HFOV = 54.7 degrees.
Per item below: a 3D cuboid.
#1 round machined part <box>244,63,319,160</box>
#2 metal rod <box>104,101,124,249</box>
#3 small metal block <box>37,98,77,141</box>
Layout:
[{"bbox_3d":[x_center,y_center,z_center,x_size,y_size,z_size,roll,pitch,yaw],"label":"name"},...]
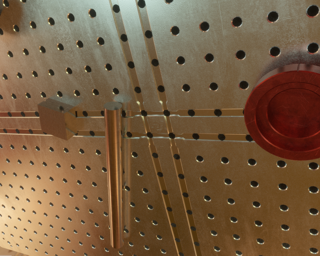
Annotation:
[{"bbox_3d":[0.140,-0.019,0.315,0.098,0.042,0.097,13,124,21],"label":"round machined part"},{"bbox_3d":[-0.073,0.094,0.507,0.025,0.025,0.298,16,125,19],"label":"metal rod"},{"bbox_3d":[-0.161,-0.014,0.488,0.050,0.025,0.050,18,126,18],"label":"small metal block"}]
